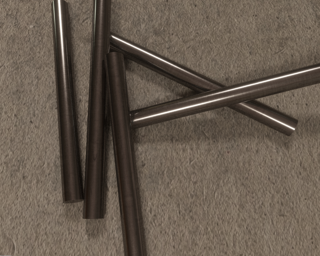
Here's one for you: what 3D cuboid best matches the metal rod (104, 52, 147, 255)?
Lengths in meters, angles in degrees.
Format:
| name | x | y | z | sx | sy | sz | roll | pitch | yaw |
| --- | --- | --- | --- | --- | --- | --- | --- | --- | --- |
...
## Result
| name | x | y | z | sx | sy | sz | roll | pitch | yaw |
| --- | --- | --- | --- | --- | --- | --- | --- | --- | --- |
| metal rod | -0.040 | 0.051 | 0.370 | 0.025 | 0.025 | 0.299 | -7 | 77 | -3 |

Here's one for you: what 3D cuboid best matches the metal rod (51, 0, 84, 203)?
| name | x | y | z | sx | sy | sz | roll | pitch | yaw |
| --- | --- | --- | --- | --- | --- | --- | --- | --- | --- |
| metal rod | -0.129 | -0.050 | 0.424 | 0.025 | 0.025 | 0.299 | -9 | 70 | -4 |

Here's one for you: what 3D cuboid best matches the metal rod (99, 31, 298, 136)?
| name | x | y | z | sx | sy | sz | roll | pitch | yaw |
| --- | --- | --- | --- | --- | --- | --- | --- | --- | --- |
| metal rod | 0.044 | -0.068 | 0.433 | 0.301 | 0.025 | 0.025 | 27 | 72 | 9 |

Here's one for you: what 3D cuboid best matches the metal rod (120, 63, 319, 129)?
| name | x | y | z | sx | sy | sz | roll | pitch | yaw |
| --- | --- | --- | --- | --- | --- | --- | --- | --- | --- |
| metal rod | 0.095 | -0.043 | 0.398 | 0.301 | 0.025 | 0.025 | -14 | 71 | 5 |

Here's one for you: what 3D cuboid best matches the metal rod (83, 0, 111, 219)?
| name | x | y | z | sx | sy | sz | roll | pitch | yaw |
| --- | --- | --- | --- | --- | --- | --- | --- | --- | --- |
| metal rod | -0.080 | -0.037 | 0.404 | 0.025 | 0.025 | 0.299 | 0 | 76 | -1 |
